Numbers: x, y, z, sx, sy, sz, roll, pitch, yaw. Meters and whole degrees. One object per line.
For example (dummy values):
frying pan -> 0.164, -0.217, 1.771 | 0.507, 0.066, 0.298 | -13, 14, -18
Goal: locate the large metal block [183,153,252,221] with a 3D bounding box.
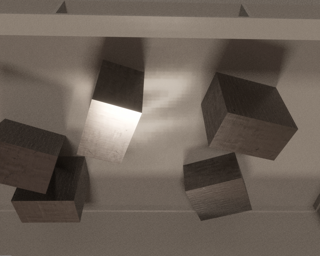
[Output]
large metal block -> 0.087, 0.091, 0.471 | 0.080, 0.050, 0.080 | -17, 129, 13

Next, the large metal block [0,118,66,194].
large metal block -> -0.171, 0.033, 0.389 | 0.081, 0.080, 0.050 | 18, 102, -15

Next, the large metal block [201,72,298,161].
large metal block -> 0.099, -0.015, 0.362 | 0.081, 0.080, 0.050 | 12, 129, -11

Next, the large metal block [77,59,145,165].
large metal block -> -0.055, -0.019, 0.356 | 0.050, 0.080, 0.079 | 15, 128, -13

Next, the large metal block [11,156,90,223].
large metal block -> -0.152, 0.087, 0.445 | 0.081, 0.080, 0.050 | 0, 130, -1
